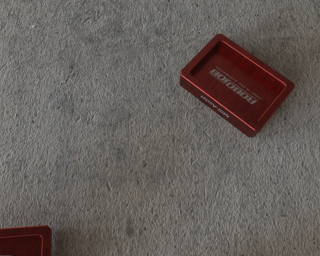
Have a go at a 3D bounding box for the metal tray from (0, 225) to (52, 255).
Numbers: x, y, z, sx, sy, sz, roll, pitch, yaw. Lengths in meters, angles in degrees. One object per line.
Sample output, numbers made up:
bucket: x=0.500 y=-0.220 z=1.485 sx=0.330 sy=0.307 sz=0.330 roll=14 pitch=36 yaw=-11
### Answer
metal tray: x=-0.185 y=0.155 z=0.327 sx=0.131 sy=0.030 sz=0.090 roll=1 pitch=69 yaw=-18

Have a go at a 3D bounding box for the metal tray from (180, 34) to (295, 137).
metal tray: x=0.104 y=-0.061 z=0.428 sx=0.130 sy=0.030 sz=0.090 roll=39 pitch=74 yaw=13
